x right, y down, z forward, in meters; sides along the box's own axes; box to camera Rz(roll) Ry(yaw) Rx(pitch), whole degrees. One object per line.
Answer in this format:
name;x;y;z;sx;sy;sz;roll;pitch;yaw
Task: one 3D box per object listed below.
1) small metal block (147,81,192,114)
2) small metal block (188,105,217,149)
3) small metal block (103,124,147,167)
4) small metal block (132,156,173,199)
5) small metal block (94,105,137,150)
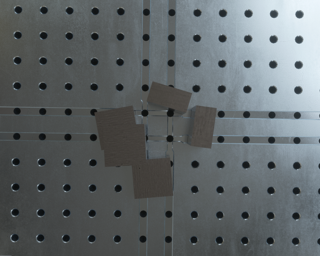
small metal block;0.012;-0.038;0.401;0.050;0.050;0.025;17;90;0
small metal block;0.053;-0.001;0.401;0.025;0.050;0.050;8;90;0
small metal block;-0.043;0.021;0.388;0.050;0.025;0.050;-3;90;0
small metal block;-0.010;0.065;0.413;0.050;0.025;0.050;-5;90;0
small metal block;-0.056;0.000;0.413;0.050;0.025;0.050;-10;90;0
